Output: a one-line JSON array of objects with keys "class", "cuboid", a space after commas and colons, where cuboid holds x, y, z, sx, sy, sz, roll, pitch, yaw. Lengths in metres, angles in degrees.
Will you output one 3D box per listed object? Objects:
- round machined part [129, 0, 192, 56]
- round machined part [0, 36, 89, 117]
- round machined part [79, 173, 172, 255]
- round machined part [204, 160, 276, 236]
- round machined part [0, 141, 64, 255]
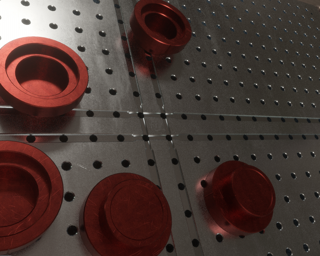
[{"class": "round machined part", "cuboid": [-0.002, -0.155, 0.492, 0.099, 0.042, 0.098, 14, 56, -21]}, {"class": "round machined part", "cuboid": [-0.136, -0.054, 0.358, 0.099, 0.042, 0.098, 14, 56, -21]}, {"class": "round machined part", "cuboid": [-0.031, 0.093, 0.325, 0.099, 0.042, 0.098, 14, 56, -21]}, {"class": "round machined part", "cuboid": [0.111, 0.087, 0.406, 0.099, 0.042, 0.098, 14, 56, -21]}, {"class": "round machined part", "cuboid": [-0.142, 0.064, 0.282, 0.099, 0.042, 0.098, 14, 56, -21]}]
